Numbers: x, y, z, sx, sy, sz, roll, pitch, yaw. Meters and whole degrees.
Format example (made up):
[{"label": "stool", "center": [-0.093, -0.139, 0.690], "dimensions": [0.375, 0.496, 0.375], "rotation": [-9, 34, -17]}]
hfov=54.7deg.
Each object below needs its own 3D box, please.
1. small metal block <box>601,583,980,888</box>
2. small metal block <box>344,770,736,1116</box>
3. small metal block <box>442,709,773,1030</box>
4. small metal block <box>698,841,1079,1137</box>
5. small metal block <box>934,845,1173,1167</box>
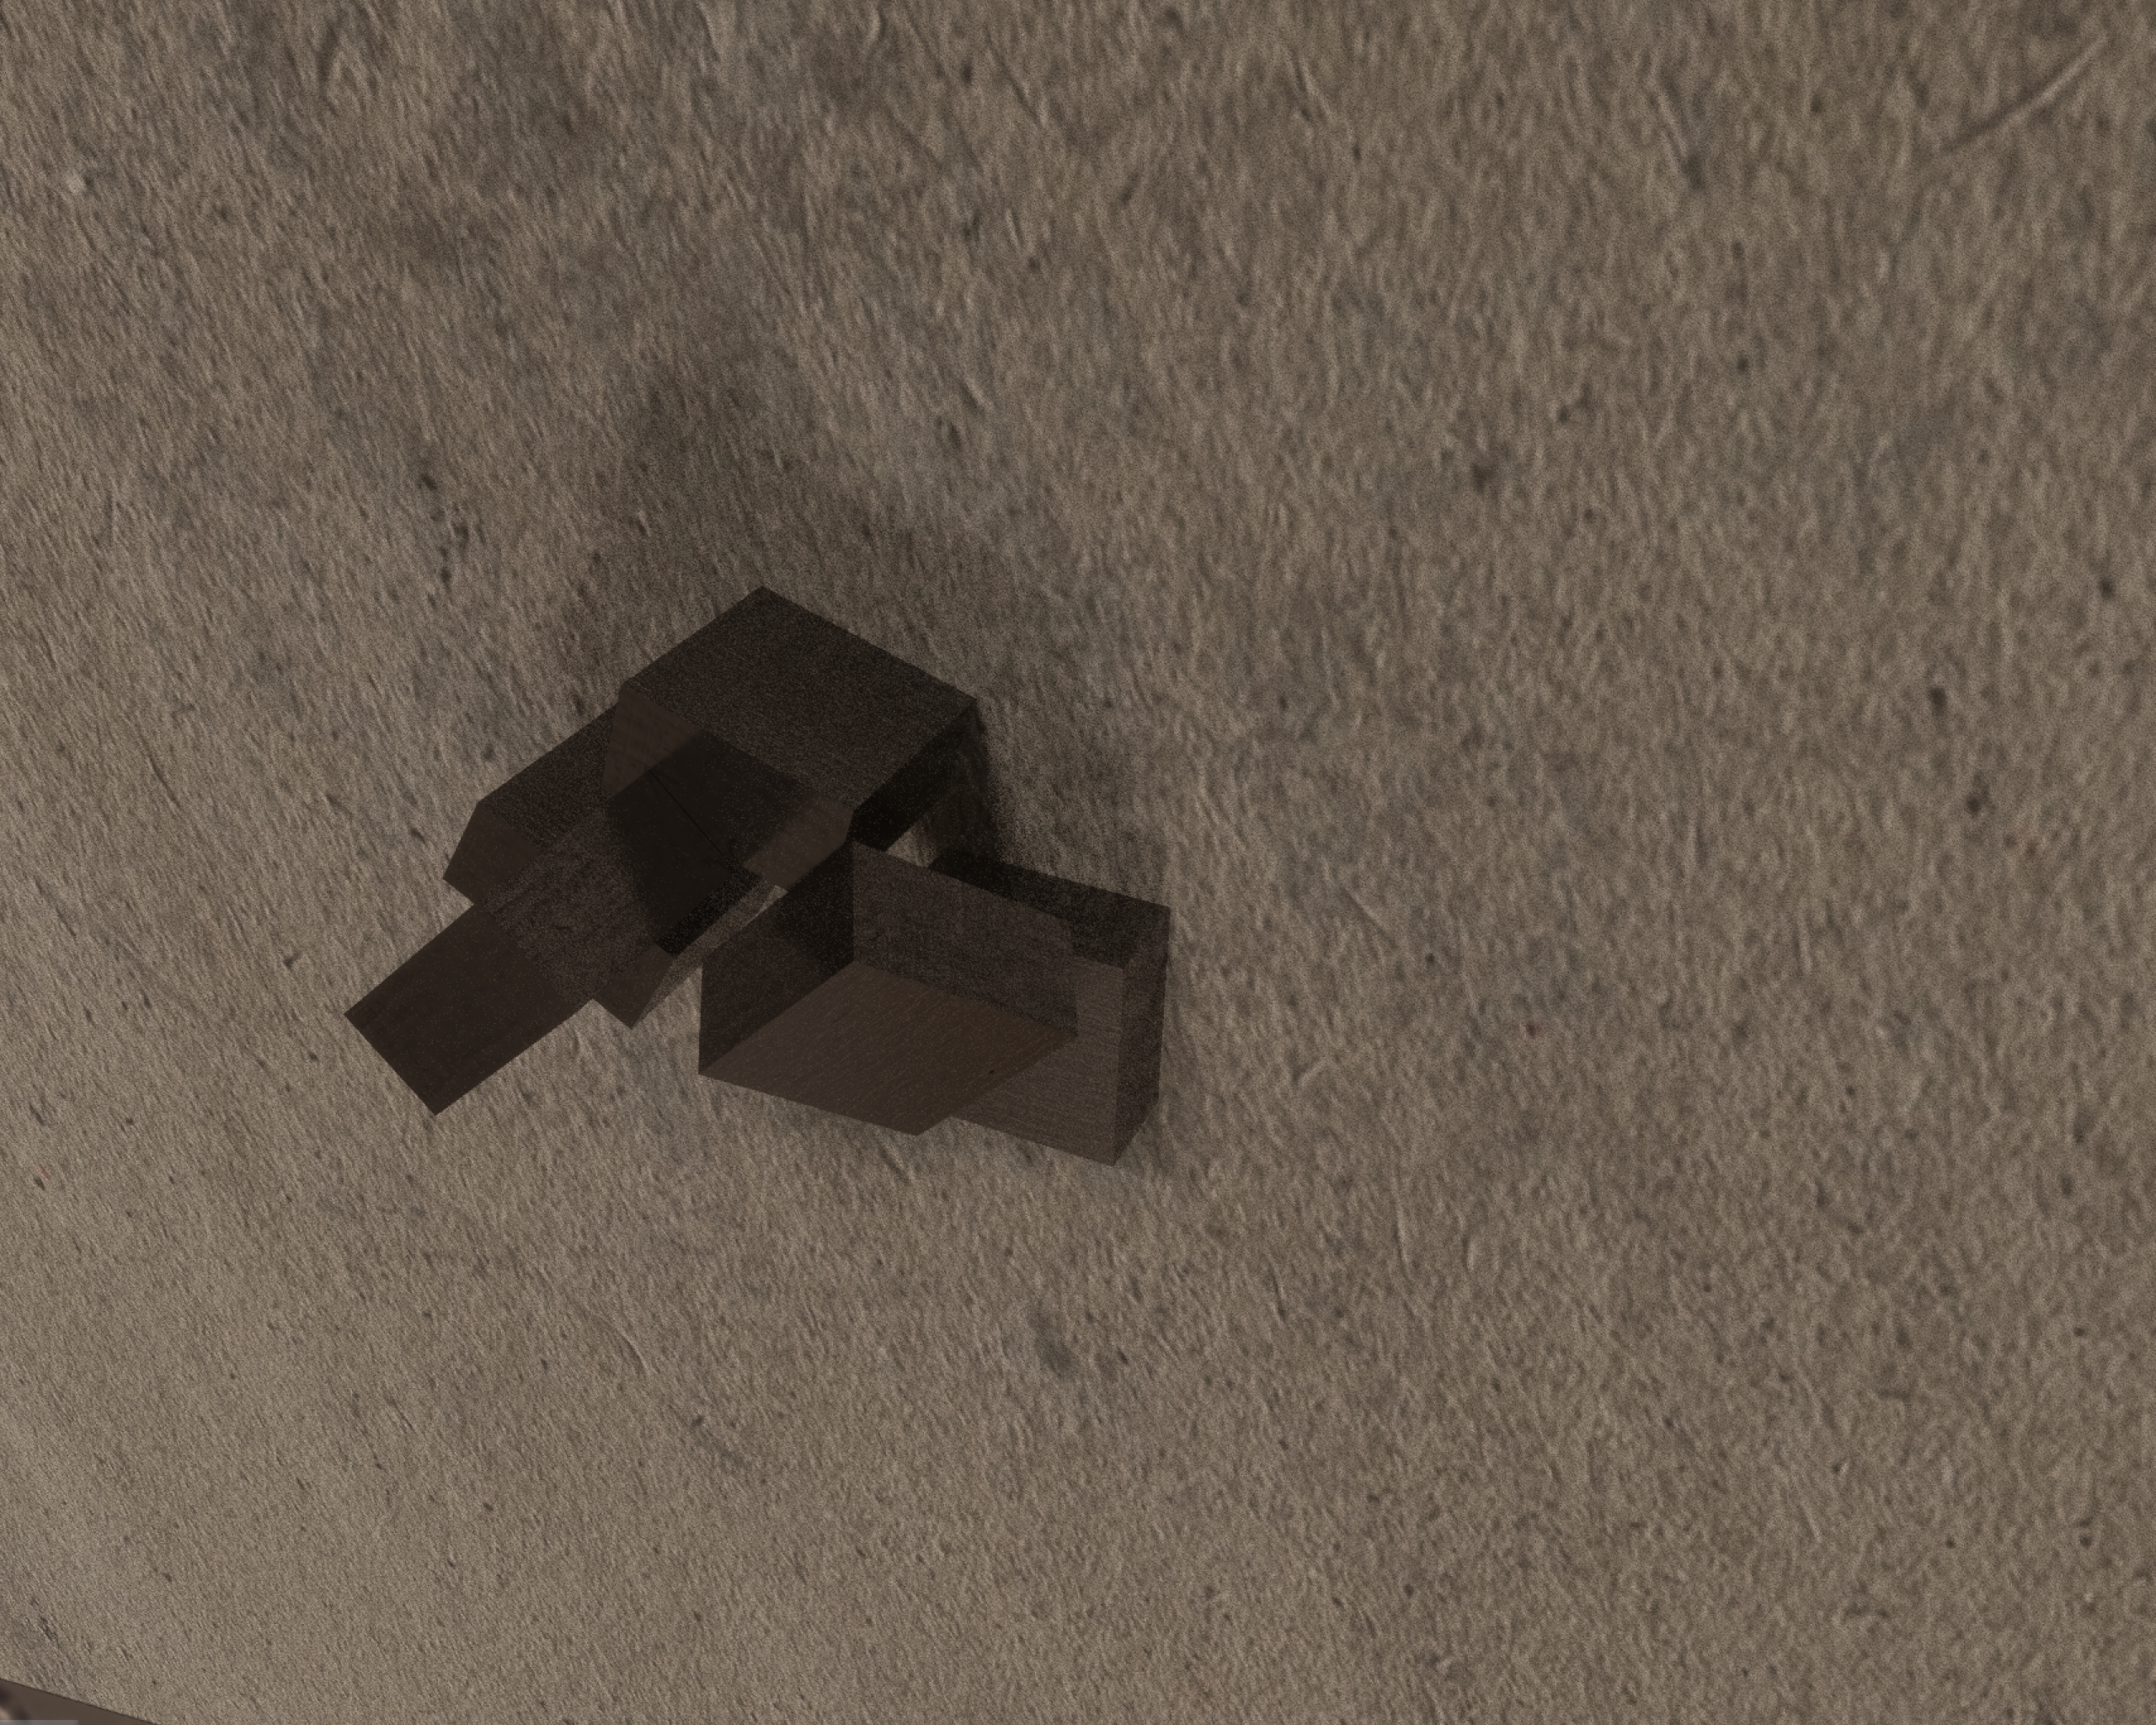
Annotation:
[{"label": "small metal block", "center": [-0.055, -0.024, 0.405], "dimensions": [0.050, 0.050, 0.025], "rotation": [28, 128, 10]}, {"label": "small metal block", "center": [-0.099, 0.015, 0.387], "dimensions": [0.050, 0.050, 0.025], "rotation": [-33, 100, 38]}, {"label": "small metal block", "center": [-0.095, -0.001, 0.440], "dimensions": [0.050, 0.050, 0.025], "rotation": [39, 129, 2]}, {"label": "small metal block", "center": [-0.036, 0.025, 0.393], "dimensions": [0.050, 0.025, 0.050], "rotation": [22, 139, -35]}, {"label": "small metal block", "center": [-0.010, 0.029, 0.430], "dimensions": [0.050, 0.025, 0.050], "rotation": [15, 125, 19]}]
